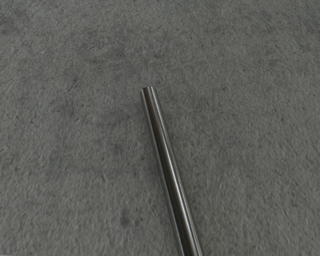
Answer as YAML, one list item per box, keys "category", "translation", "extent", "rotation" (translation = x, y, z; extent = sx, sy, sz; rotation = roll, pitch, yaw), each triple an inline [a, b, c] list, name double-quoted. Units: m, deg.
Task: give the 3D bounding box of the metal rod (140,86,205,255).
- category: "metal rod"
  translation: [0.014, 0.062, 0.351]
  extent: [0.025, 0.025, 0.300]
  rotation: [-9, 51, -8]
